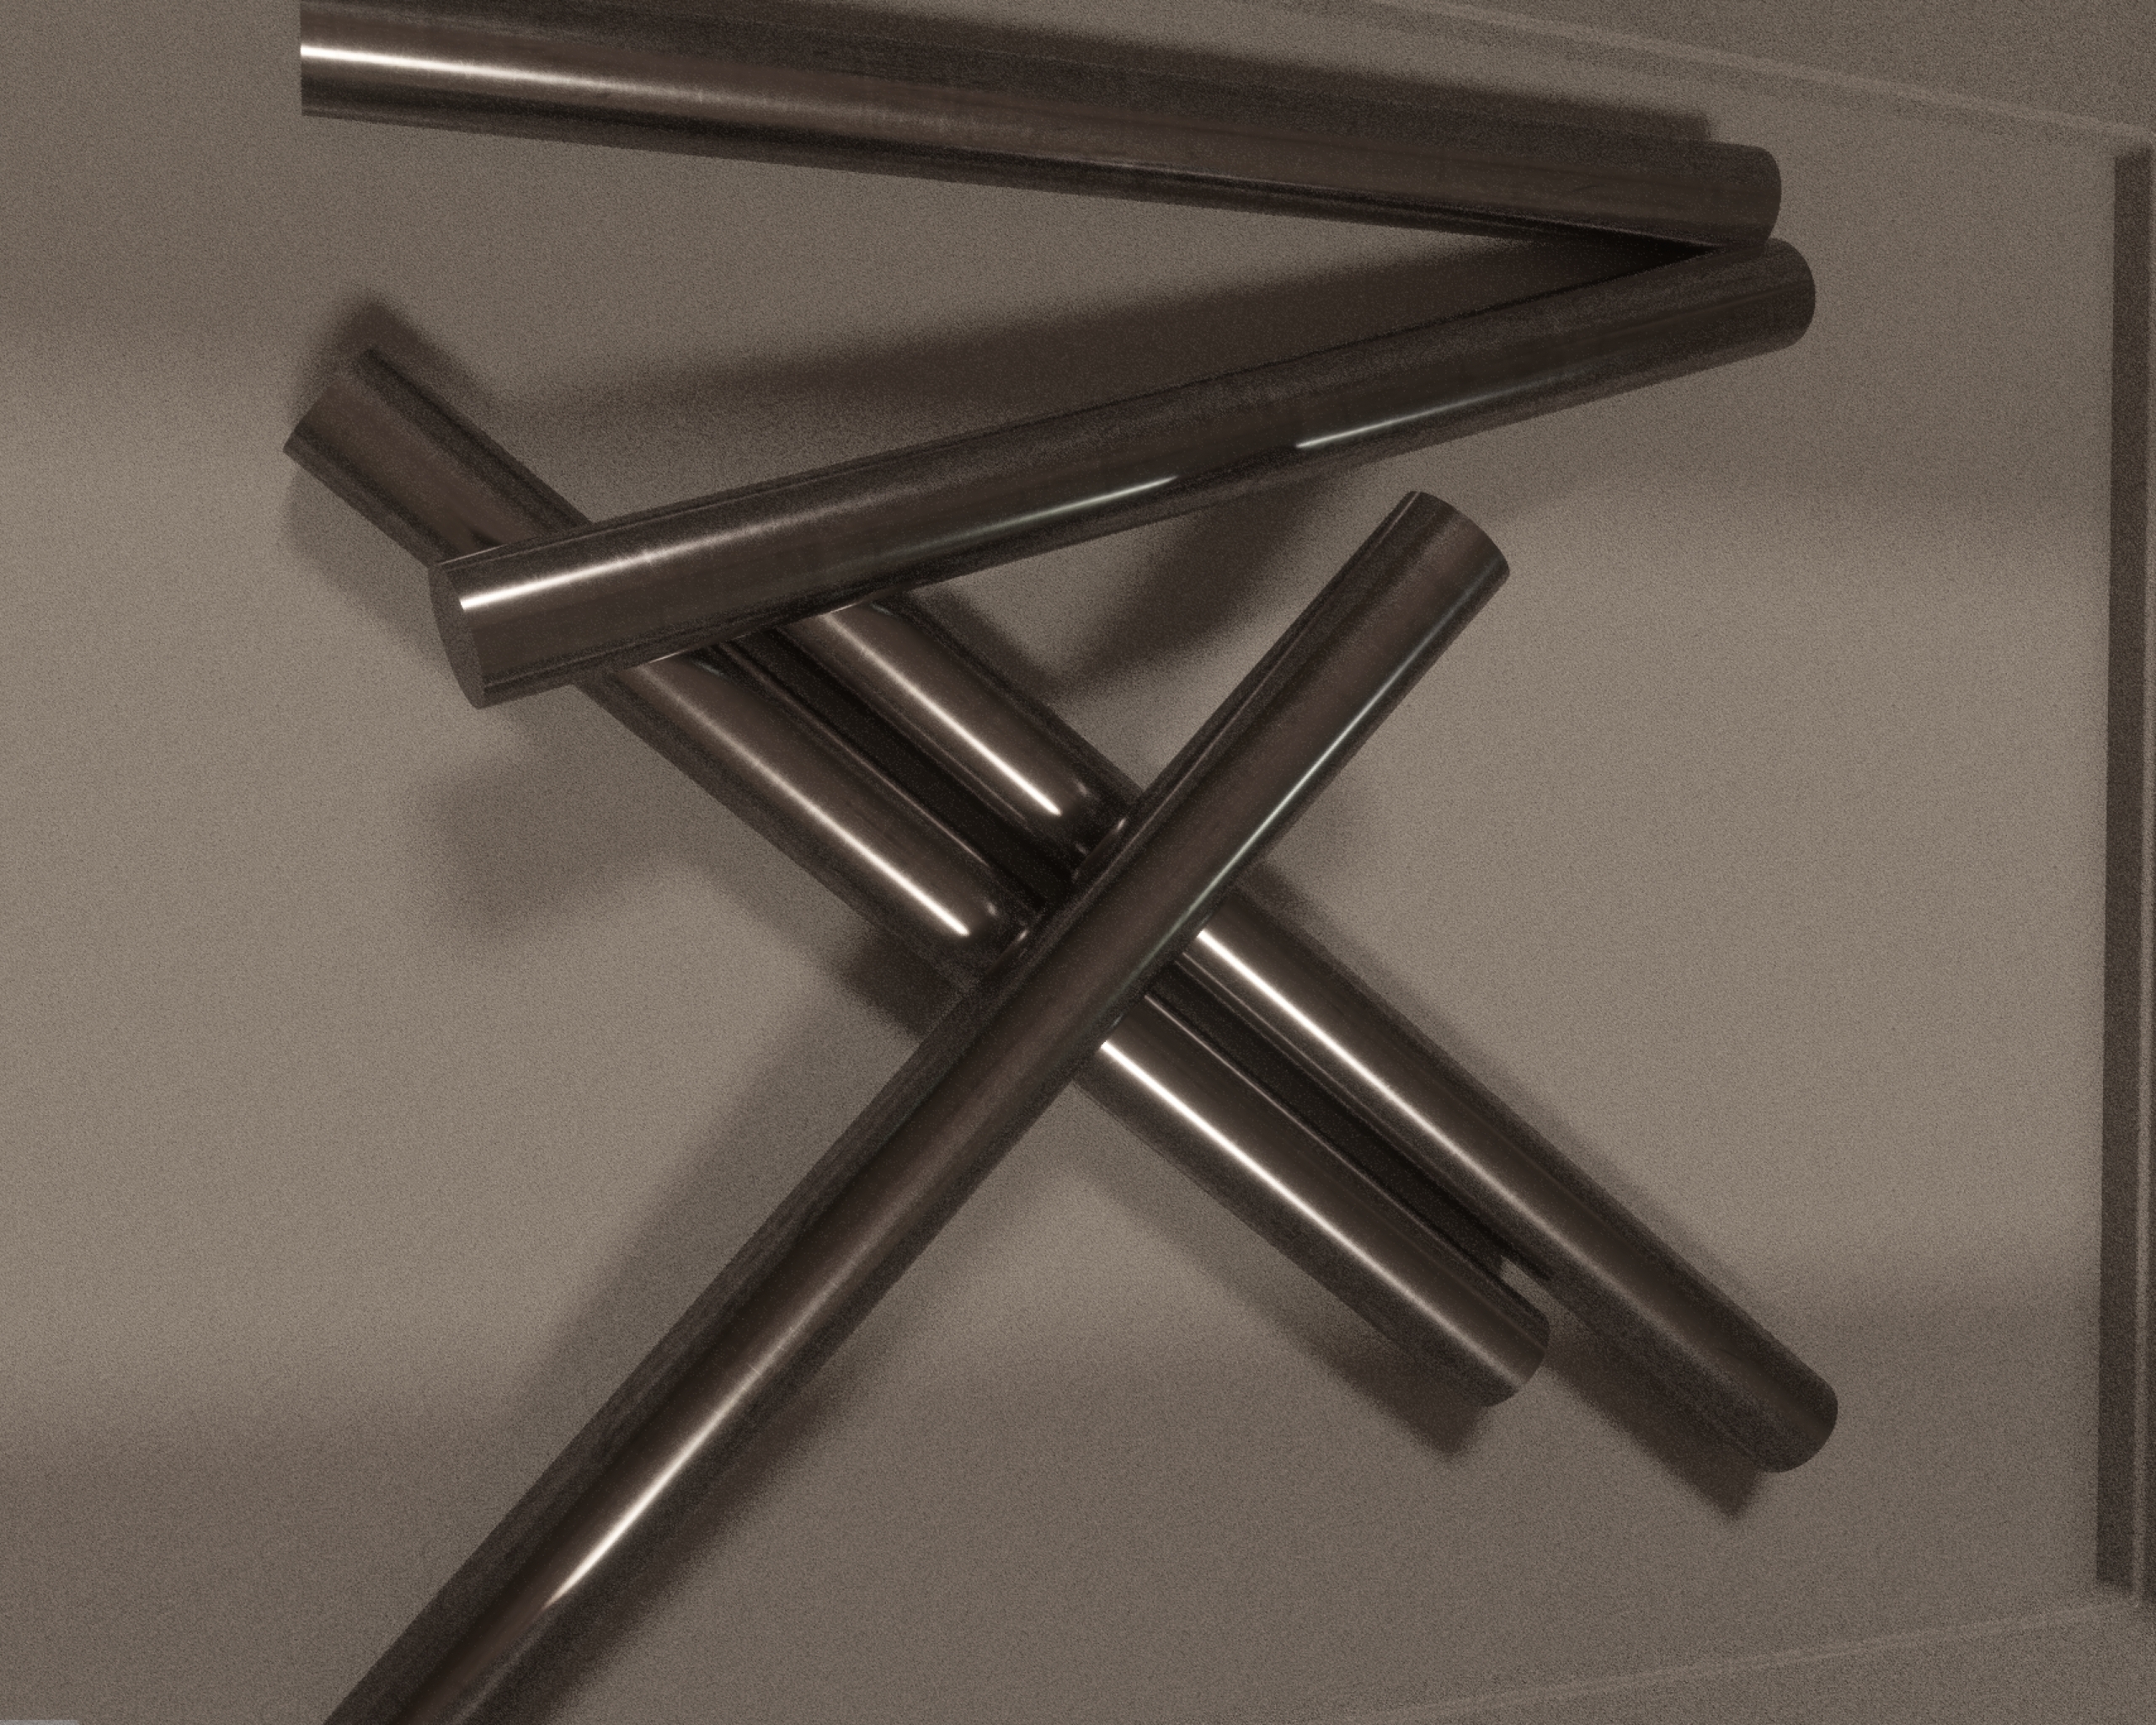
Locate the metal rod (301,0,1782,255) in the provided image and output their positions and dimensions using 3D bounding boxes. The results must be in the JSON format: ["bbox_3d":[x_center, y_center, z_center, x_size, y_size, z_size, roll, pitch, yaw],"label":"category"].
[{"bbox_3d":[0.007,-0.145,0.413,0.303,0.025,0.025,-1,91,-21],"label":"metal rod"}]

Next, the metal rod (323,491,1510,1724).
[{"bbox_3d":[-0.027,0.050,0.379,0.025,0.025,0.300,43,84,-16],"label":"metal rod"}]

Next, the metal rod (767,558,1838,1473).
[{"bbox_3d":[0.051,0.034,0.430,0.300,0.025,0.025,40,77,-16],"label":"metal rod"}]

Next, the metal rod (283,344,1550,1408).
[{"bbox_3d":[-0.019,0.012,0.404,0.300,0.025,0.025,40,77,-16],"label":"metal rod"}]

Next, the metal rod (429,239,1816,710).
[{"bbox_3d":[0.027,-0.082,0.404,0.302,0.025,0.025,-19,97,-25],"label":"metal rod"}]
